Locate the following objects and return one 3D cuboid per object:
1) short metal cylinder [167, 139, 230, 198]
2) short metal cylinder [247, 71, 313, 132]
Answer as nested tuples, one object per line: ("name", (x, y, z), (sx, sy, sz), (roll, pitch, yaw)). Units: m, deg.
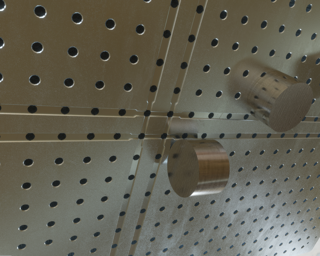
("short metal cylinder", (0.052, 0.056, 0.438), (0.050, 0.080, 0.079), (1, 118, -29))
("short metal cylinder", (0.180, -0.040, 0.468), (0.081, 0.050, 0.079), (-14, 124, -21))
